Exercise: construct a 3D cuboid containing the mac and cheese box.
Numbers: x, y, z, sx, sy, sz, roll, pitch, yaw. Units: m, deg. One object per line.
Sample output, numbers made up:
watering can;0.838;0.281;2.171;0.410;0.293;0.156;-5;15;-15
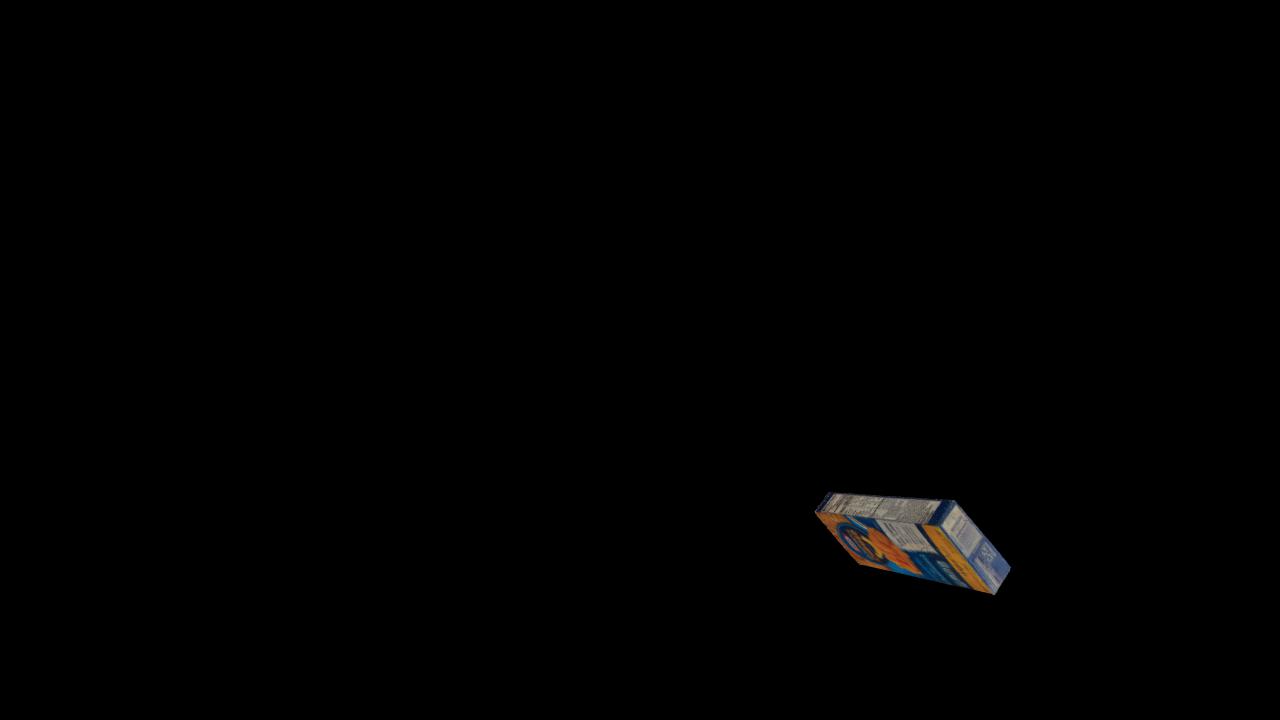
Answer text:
mac and cheese box;0.278;0.188;0.653;0.041;0.093;0.184;-45;8;-22
